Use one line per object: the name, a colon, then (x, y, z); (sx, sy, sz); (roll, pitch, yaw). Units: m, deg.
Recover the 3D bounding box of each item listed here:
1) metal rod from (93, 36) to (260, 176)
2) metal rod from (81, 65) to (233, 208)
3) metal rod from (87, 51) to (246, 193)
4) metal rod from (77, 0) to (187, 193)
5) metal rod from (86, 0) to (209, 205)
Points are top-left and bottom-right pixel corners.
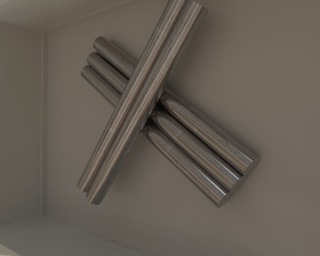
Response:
metal rod: (0.002, -0.045, 0.404); (0.300, 0.025, 0.025); (42, 116, 31)
metal rod: (-0.022, -0.006, 0.423); (0.300, 0.025, 0.025); (42, 116, 32)
metal rod: (-0.010, -0.025, 0.413); (0.300, 0.025, 0.025); (42, 116, 32)
metal rod: (-0.043, -0.031, 0.408); (0.025, 0.025, 0.298); (45, 117, 31)
metal rod: (-0.027, -0.016, 0.395); (0.025, 0.025, 0.298); (45, 117, 31)
